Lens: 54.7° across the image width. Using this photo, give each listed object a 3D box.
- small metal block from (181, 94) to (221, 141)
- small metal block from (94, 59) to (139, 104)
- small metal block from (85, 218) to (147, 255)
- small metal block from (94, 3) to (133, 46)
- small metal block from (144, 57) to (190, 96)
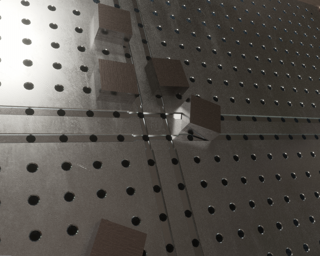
[{"bbox_3d":[0.060,-0.015,0.452,0.050,0.025,0.050,19,54,-18],"label":"small metal block"},{"bbox_3d":[-0.059,-0.062,0.415,0.050,0.025,0.050,4,60,-27],"label":"small metal block"},{"bbox_3d":[-0.046,0.125,0.308,0.050,0.025,0.050,24,53,-14],"label":"small metal block"},{"bbox_3d":[-0.071,-0.155,0.466,0.050,0.025,0.050,6,59,-25],"label":"small metal block"},{"bbox_3d":[0.010,-0.076,0.461,0.050,0.025,0.050,-2,63,-30],"label":"small metal block"}]
